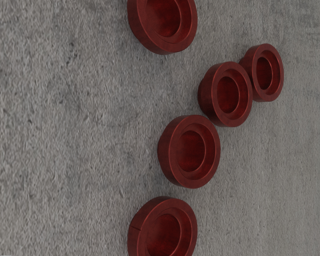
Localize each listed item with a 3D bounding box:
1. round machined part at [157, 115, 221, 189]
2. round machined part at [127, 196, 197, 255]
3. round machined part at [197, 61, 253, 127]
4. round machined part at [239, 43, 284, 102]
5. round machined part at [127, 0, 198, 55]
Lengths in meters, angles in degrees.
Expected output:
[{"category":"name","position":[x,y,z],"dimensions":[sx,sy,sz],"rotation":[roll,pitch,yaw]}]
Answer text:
[{"category":"round machined part","position":[0.035,0.031,0.423],"dimensions":[0.099,0.042,0.097],"rotation":[0,90,-40]},{"category":"round machined part","position":[-0.001,0.135,0.393],"dimensions":[0.099,0.042,0.097],"rotation":[0,90,-40]},{"category":"round machined part","position":[0.096,-0.050,0.473],"dimensions":[0.099,0.042,0.097],"rotation":[0,90,-40]},{"category":"round machined part","position":[0.170,-0.093,0.535],"dimensions":[0.099,0.042,0.097],"rotation":[0,90,-40]},{"category":"round machined part","position":[-0.001,-0.141,0.392],"dimensions":[0.099,0.042,0.097],"rotation":[0,90,-40]}]
